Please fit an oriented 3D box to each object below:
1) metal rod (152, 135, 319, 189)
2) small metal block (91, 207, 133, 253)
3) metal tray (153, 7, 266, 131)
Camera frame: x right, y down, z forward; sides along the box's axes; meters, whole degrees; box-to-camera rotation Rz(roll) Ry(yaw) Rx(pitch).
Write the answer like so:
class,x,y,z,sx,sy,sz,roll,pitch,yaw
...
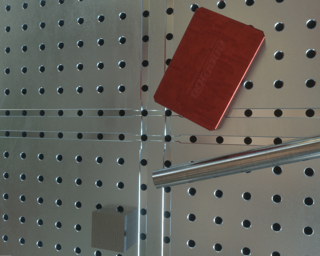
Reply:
class,x,y,z,sx,sy,sz,roll,pitch,yaw
metal rod,0.133,0.033,0.365,0.301,0.025,0.025,-15,85,19
small metal block,-0.067,0.142,0.435,0.050,0.025,0.050,2,91,19
metal tray,0.060,-0.072,0.388,0.090,0.030,0.129,29,99,17
